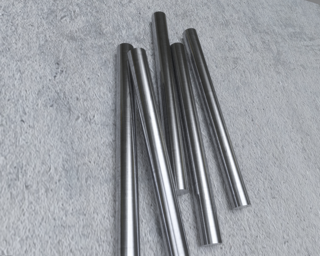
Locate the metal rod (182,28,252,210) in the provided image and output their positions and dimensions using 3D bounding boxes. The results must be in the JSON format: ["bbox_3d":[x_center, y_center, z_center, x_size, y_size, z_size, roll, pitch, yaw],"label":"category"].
[{"bbox_3d":[0.078,-0.030,0.463,0.025,0.025,0.299,3,61,-27],"label":"metal rod"}]

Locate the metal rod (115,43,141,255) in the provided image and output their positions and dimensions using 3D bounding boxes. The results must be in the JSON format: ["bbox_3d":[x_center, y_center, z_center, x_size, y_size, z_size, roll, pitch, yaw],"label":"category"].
[{"bbox_3d":[-0.040,0.016,0.371,0.025,0.025,0.299,10,58,-23],"label":"metal rod"}]

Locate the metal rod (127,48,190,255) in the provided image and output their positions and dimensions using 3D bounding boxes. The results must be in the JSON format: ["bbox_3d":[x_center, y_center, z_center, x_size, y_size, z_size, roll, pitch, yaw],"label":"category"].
[{"bbox_3d":[-0.002,0.037,0.363,0.025,0.025,0.299,-1,67,-29],"label":"metal rod"}]

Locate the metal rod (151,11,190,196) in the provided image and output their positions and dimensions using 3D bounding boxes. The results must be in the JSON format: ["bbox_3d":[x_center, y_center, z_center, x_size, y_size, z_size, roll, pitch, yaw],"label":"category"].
[{"bbox_3d":[0.010,-0.053,0.441,0.025,0.025,0.299,9,58,-24],"label":"metal rod"}]

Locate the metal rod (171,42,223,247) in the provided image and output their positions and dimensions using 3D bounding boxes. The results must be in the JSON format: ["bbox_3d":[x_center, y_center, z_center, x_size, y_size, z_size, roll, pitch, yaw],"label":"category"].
[{"bbox_3d":[0.043,0.003,0.424,0.025,0.025,0.299,7,59,-25],"label":"metal rod"}]
